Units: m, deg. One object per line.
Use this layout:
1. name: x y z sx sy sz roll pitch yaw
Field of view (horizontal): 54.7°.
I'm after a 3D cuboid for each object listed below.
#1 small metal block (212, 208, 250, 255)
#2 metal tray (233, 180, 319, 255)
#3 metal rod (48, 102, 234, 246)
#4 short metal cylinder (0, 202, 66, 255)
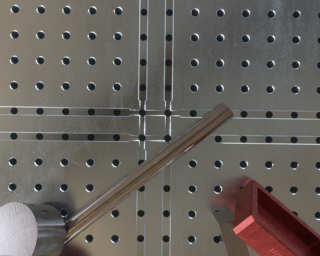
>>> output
1. small metal block: 0.091 0.138 0.402 0.025 0.050 0.050 -16 90 0
2. metal tray: 0.152 0.133 0.381 0.130 0.090 0.030 40 116 0
3. metal rod: -0.029 0.066 0.413 0.301 0.025 0.025 -37 90 -1
4. short metal cylinder: -0.166 0.134 0.383 0.080 0.050 0.080 -6 71 20
